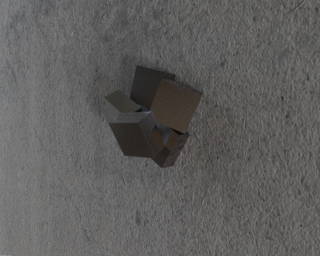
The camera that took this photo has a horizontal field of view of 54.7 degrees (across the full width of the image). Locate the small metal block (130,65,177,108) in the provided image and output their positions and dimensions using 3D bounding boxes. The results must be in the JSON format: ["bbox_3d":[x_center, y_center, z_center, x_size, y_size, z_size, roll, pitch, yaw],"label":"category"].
[{"bbox_3d":[-0.010,-0.053,0.414,0.050,0.025,0.050,22,104,37],"label":"small metal block"}]

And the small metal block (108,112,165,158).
[{"bbox_3d":[-0.028,0.008,0.381,0.050,0.025,0.050,0,123,39],"label":"small metal block"}]

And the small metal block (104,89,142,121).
[{"bbox_3d":[-0.050,-0.017,0.430,0.050,0.025,0.050,40,150,31],"label":"small metal block"}]

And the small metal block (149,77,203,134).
[{"bbox_3d":[0.018,-0.028,0.375,0.050,0.025,0.050,23,107,2],"label":"small metal block"}]

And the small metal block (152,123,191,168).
[{"bbox_3d":[0.004,0.016,0.402,0.050,0.025,0.050,40,114,32],"label":"small metal block"}]
